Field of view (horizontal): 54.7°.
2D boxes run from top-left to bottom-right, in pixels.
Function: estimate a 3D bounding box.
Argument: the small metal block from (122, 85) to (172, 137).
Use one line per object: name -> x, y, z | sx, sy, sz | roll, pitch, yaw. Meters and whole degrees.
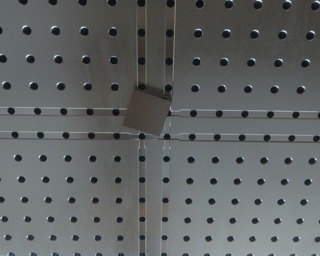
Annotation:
small metal block -> -0.017, -0.022, 0.405 | 0.050, 0.025, 0.050 | 17, 109, -7
